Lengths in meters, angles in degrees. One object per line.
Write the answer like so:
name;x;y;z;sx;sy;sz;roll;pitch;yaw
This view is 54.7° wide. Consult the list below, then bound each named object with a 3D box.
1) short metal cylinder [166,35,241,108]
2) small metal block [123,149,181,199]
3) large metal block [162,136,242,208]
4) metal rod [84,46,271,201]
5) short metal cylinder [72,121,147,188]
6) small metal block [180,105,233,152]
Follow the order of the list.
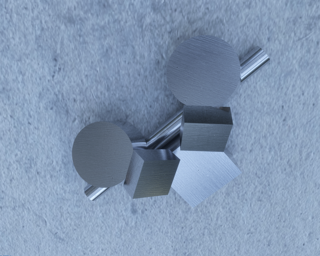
short metal cylinder;0.053;-0.062;0.360;0.080;0.050;0.079;0;92;15
small metal block;-0.010;0.053;0.364;0.050;0.025;0.050;3;114;-36
large metal block;0.047;0.045;0.413;0.080;0.050;0.080;-40;106;13
metal rod;0.014;0.002;0.411;0.300;0.025;0.025;-39;106;13
short metal cylinder;-0.062;0.031;0.393;0.080;0.050;0.079;0;92;15
small metal block;0.050;0.002;0.346;0.050;0.025;0.050;2;141;-1
